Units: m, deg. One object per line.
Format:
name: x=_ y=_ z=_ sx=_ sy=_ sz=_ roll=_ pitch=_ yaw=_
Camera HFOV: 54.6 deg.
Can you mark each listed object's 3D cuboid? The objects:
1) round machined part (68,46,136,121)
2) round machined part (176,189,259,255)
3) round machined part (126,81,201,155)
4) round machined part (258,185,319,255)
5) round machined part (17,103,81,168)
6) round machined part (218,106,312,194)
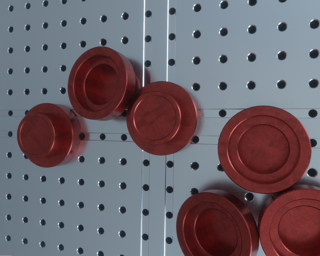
round machined part: x=-0.075 y=-0.058 z=0.426 sx=0.098 sy=0.042 sz=0.098 roll=-2 pitch=85 yaw=27
round machined part: x=0.071 y=0.122 z=0.368 sx=0.098 sy=0.042 sz=0.097 roll=0 pitch=90 yaw=39
round machined part: x=0.000 y=-0.013 z=0.404 sx=0.098 sy=0.042 sz=0.097 roll=0 pitch=90 yaw=20
round machined part: x=0.159 y=0.111 z=0.343 sx=0.098 sy=0.042 sz=0.097 roll=0 pitch=91 yaw=13
round machined part: x=-0.173 y=0.011 z=0.465 sx=0.098 sy=0.042 sz=0.097 roll=0 pitch=90 yaw=20
round machined part: x=0.120 y=0.024 z=0.361 sx=0.098 sy=0.042 sz=0.097 roll=0 pitch=90 yaw=20
